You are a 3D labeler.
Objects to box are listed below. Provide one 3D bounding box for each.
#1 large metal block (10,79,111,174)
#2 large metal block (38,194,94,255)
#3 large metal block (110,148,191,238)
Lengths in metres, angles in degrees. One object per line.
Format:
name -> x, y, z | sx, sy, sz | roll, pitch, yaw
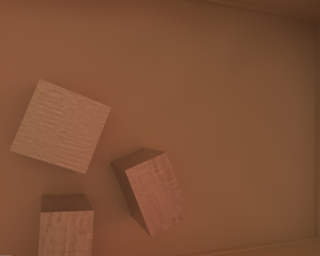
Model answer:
large metal block -> -0.112, 0.000, 0.356 | 0.080, 0.050, 0.080 | 22, 83, -19
large metal block -> -0.107, 0.122, 0.342 | 0.050, 0.080, 0.080 | 3, 89, -20
large metal block -> -0.015, 0.072, 0.376 | 0.050, 0.080, 0.080 | -23, 98, -19
